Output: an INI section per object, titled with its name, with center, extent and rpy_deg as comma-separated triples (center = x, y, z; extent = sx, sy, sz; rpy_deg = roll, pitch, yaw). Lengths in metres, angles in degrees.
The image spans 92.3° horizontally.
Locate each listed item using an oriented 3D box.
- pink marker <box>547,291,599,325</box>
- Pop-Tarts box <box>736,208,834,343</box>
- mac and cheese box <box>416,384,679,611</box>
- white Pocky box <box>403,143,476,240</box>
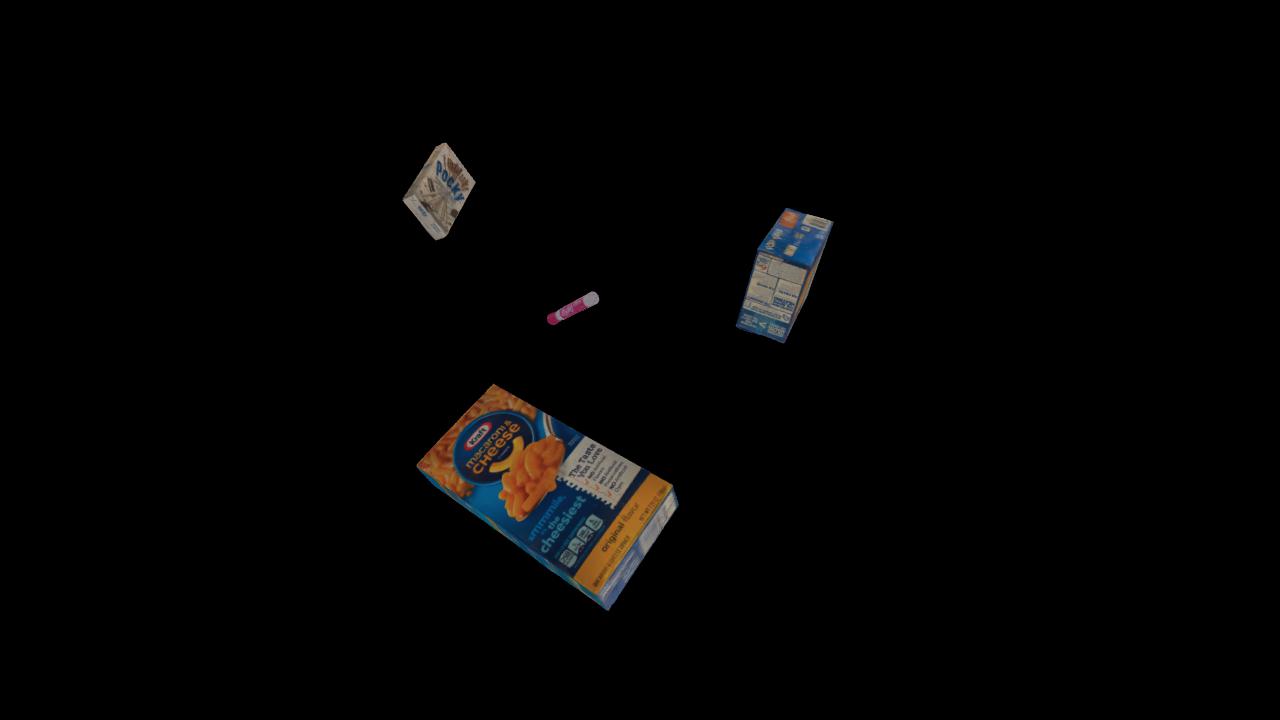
[pink marker]
center = -0.101, -0.074, 0.903
extent = 0.020, 0.020, 0.121
rpy_deg = 0, -13, -39
[Pop-Tarts box]
center = 0.226, -0.134, 0.958
extent = 0.083, 0.141, 0.167
rpy_deg = 22, 41, 16
[mac and cheese box]
center = -0.072, 0.094, 0.463
extent = 0.184, 0.093, 0.041
rpy_deg = 24, -28, 27
[white Pocky box]
center = -0.320, -0.272, 0.988
extent = 0.028, 0.154, 0.084
rpy_deg = -13, -45, 23
